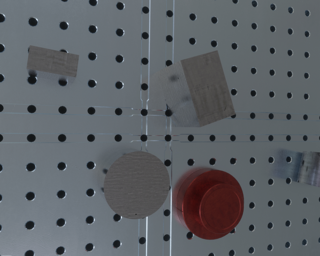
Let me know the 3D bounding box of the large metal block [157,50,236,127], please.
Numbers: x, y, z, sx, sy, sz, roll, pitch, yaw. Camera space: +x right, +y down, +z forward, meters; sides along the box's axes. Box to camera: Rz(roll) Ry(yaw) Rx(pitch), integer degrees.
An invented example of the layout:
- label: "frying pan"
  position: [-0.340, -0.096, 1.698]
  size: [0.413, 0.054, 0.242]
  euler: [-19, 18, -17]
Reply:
- label: "large metal block"
  position: [0.044, -0.047, 0.399]
  size: [0.050, 0.080, 0.080]
  euler: [-19, 97, -19]

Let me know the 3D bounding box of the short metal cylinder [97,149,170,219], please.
- label: "short metal cylinder"
  position: [-0.034, 0.067, 0.387]
  size: [0.081, 0.050, 0.079]
  euler: [0, 90, -20]

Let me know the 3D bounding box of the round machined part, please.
- label: "round machined part"
  position: [0.076, 0.108, 0.432]
  size: [0.099, 0.042, 0.097]
  euler: [0, 90, -20]

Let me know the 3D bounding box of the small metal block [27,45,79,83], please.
- label: "small metal block"
  position: [-0.122, -0.071, 0.354]
  size: [0.050, 0.050, 0.025]
  euler: [8, 88, -20]

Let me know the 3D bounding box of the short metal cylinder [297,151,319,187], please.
- label: "short metal cylinder"
  position: [0.259, 0.069, 0.479]
  size: [0.081, 0.080, 0.050]
  euler: [15, 85, -20]
